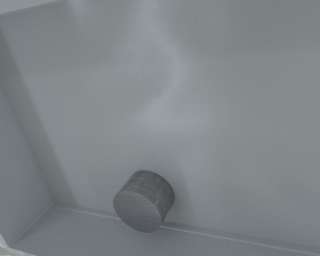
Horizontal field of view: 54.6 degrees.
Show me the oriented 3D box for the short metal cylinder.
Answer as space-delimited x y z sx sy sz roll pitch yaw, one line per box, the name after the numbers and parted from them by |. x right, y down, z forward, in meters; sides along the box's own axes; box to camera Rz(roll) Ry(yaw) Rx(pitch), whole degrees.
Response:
-0.024 0.112 0.475 0.080 0.050 0.080 13 124 21 | short metal cylinder
